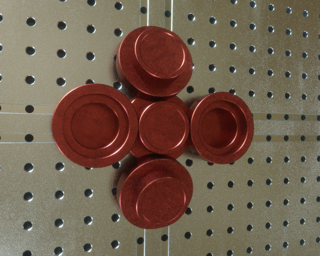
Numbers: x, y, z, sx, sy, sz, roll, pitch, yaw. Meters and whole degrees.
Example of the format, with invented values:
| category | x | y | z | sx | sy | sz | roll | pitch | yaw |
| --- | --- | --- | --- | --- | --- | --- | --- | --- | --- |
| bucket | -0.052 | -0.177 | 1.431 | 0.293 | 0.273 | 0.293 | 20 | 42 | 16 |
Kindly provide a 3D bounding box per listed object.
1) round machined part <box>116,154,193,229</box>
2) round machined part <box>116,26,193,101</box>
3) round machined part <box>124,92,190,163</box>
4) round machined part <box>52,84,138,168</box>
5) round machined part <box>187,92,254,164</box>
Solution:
| category | x | y | z | sx | sy | sz | roll | pitch | yaw |
| --- | --- | --- | --- | --- | --- | --- | --- | --- | --- |
| round machined part | -0.002 | 0.085 | 0.391 | 0.099 | 0.042 | 0.097 | -6 | 107 | -19 |
| round machined part | -0.003 | -0.086 | 0.391 | 0.099 | 0.042 | 0.098 | 5 | 74 | -17 |
| round machined part | -0.001 | -0.001 | 0.403 | 0.099 | 0.042 | 0.097 | 0 | 90 | -21 |
| round machined part | -0.079 | -0.003 | 0.374 | 0.099 | 0.042 | 0.097 | 0 | 90 | -21 |
| round machined part | 0.078 | 0.000 | 0.433 | 0.099 | 0.042 | 0.097 | 0 | 90 | -21 |
